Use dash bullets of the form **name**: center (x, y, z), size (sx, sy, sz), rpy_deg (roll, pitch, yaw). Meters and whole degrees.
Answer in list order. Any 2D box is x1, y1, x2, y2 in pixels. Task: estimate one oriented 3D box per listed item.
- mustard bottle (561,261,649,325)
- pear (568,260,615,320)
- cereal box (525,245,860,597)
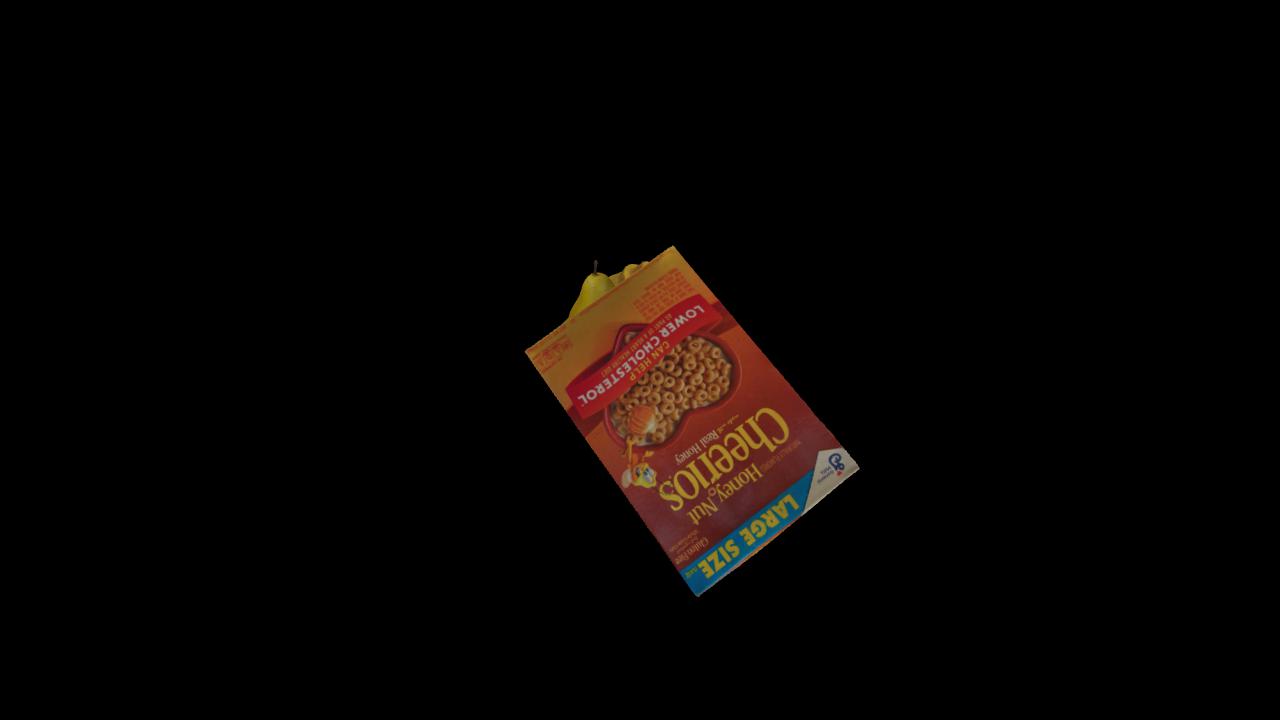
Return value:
- **mustard bottle**: center (-0.035, -0.059, 0.748), size (0.092, 0.054, 0.184), rpy_deg (6, -33, -33)
- **pear**: center (-0.048, -0.062, 0.698), size (0.080, 0.111, 0.080), rpy_deg (-2, 21, 1)
- **cereal box**: center (0.048, 0.056, 0.649), size (0.203, 0.306, 0.081), rpy_deg (-36, -16, -4)
